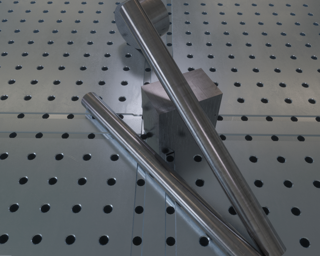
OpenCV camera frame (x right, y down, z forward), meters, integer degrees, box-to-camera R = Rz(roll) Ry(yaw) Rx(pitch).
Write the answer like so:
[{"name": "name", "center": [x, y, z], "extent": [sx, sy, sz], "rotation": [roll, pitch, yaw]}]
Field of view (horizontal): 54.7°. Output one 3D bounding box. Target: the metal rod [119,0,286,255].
[{"name": "metal rod", "center": [0.040, -0.004, 0.324], "extent": [0.025, 0.025, 0.299], "rotation": [-27, 83, -21]}]

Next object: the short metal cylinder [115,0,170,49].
[{"name": "short metal cylinder", "center": [-0.031, -0.182, 0.524], "extent": [0.080, 0.080, 0.050], "rotation": [34, 58, 25]}]

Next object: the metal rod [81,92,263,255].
[{"name": "metal rod", "center": [-0.004, 0.047, 0.367], "extent": [0.025, 0.025, 0.300], "rotation": [-33, 58, -25]}]

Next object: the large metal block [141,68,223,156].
[{"name": "large metal block", "center": [0.025, -0.019, 0.388], "extent": [0.081, 0.080, 0.050], "rotation": [-19, 53, -16]}]
